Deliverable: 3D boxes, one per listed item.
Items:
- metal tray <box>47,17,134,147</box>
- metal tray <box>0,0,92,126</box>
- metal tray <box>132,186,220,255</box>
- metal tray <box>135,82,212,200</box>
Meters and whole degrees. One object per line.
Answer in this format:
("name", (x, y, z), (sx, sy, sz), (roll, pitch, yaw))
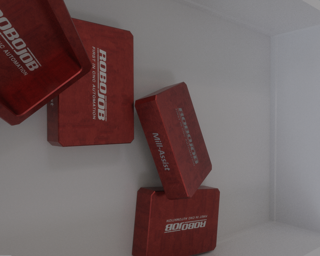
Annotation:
("metal tray", (-0.074, -0.047, 0.341), (0.091, 0.030, 0.129), (-1, 91, -40))
("metal tray", (-0.109, -0.061, 0.230), (0.090, 0.130, 0.030), (-41, 74, -12))
("metal tray", (0.027, 0.128, 0.426), (0.131, 0.030, 0.089), (8, 85, -40))
("metal tray", (0.022, 0.014, 0.396), (0.090, 0.030, 0.129), (-35, 109, -57))
